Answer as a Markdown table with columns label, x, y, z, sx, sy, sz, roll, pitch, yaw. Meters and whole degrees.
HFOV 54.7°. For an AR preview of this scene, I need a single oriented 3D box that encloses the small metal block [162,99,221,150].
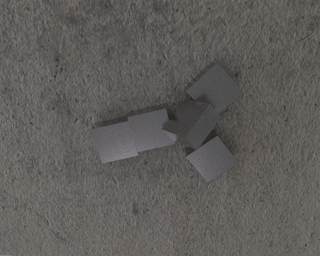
| label | x | y | z | sx | sy | sz | roll | pitch | yaw |
| --- | --- | --- | --- | --- | --- | --- | --- | --- | --- |
| small metal block | 0.038 | -0.006 | 0.380 | 0.025 | 0.050 | 0.050 | 45 | 77 | -31 |

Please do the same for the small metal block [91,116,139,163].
| label | x | y | z | sx | sy | sz | roll | pitch | yaw |
| --- | --- | --- | --- | --- | --- | --- | --- | --- | --- |
| small metal block | -0.059 | 0.015 | 0.415 | 0.050 | 0.025 | 0.050 | -13 | 110 | 4 |

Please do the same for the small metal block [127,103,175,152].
| label | x | y | z | sx | sy | sz | roll | pitch | yaw |
| --- | --- | --- | --- | --- | --- | --- | --- | --- | --- |
| small metal block | -0.011 | -0.001 | 0.409 | 0.050 | 0.025 | 0.050 | -13 | 110 | 4 |

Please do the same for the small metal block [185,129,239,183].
| label | x | y | z | sx | sy | sz | roll | pitch | yaw |
| --- | --- | --- | --- | --- | --- | --- | --- | --- | --- |
| small metal block | 0.070 | 0.038 | 0.424 | 0.050 | 0.025 | 0.050 | -36 | 107 | 12 |

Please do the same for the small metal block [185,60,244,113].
| label | x | y | z | sx | sy | sz | roll | pitch | yaw |
| --- | --- | --- | --- | --- | --- | --- | --- | --- | --- |
| small metal block | 0.067 | -0.049 | 0.392 | 0.050 | 0.025 | 0.050 | -42 | 105 | 14 |
